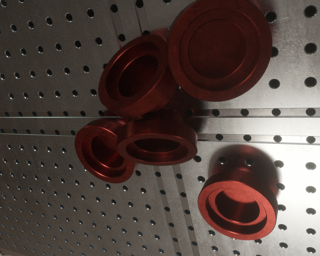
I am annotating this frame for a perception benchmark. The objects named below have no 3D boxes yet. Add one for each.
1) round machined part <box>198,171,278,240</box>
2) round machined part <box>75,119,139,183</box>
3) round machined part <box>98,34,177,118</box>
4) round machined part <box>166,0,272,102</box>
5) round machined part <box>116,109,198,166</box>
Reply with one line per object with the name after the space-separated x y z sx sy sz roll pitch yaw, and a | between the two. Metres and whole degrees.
0.103 0.095 0.405 0.098 0.042 0.097 13 124 20 | round machined part
-0.072 0.030 0.455 0.098 0.042 0.097 13 124 20 | round machined part
-0.019 -0.054 0.352 0.098 0.098 0.042 -12 147 33 | round machined part
0.054 -0.079 0.305 0.099 0.042 0.097 -2 113 -4 | round machined part
-0.003 0.010 0.387 0.099 0.042 0.098 2 152 1 | round machined part
